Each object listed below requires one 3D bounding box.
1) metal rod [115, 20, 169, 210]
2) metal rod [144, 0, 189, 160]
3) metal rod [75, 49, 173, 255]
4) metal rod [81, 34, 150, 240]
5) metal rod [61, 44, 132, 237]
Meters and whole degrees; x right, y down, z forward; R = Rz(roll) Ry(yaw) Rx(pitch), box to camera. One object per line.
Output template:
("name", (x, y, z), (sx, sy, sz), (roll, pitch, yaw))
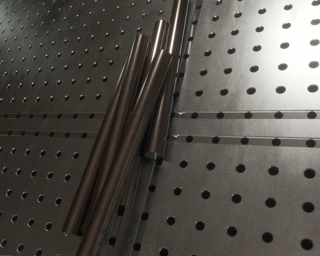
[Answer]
("metal rod", (-0.020, -0.036, 0.439), (0.025, 0.025, 0.299), (-4, 60, 26))
("metal rod", (0.015, -0.096, 0.457), (0.025, 0.025, 0.299), (-4, 60, 26))
("metal rod", (-0.040, 0.030, 0.375), (0.025, 0.025, 0.300), (5, 64, 30))
("metal rod", (-0.054, -0.001, 0.423), (0.025, 0.025, 0.299), (-1, 65, 27))
("metal rod", (-0.072, 0.000, 0.444), (0.025, 0.025, 0.300), (2, 62, 29))
